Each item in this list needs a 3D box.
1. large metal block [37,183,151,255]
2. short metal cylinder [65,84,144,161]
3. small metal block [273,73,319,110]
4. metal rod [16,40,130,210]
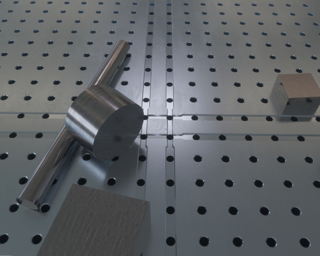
[{"bbox_3d":[-0.059,0.109,0.299,0.080,0.050,0.080,11,51,9],"label":"large metal block"},{"bbox_3d":[-0.066,-0.007,0.377,0.050,0.080,0.080,36,58,26],"label":"short metal cylinder"},{"bbox_3d":[0.202,-0.054,0.454,0.050,0.025,0.050,-3,50,-3],"label":"small metal block"},{"bbox_3d":[-0.104,-0.028,0.430,0.025,0.025,0.300,12,51,10],"label":"metal rod"}]
